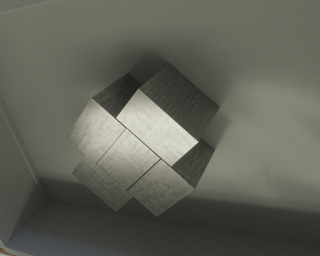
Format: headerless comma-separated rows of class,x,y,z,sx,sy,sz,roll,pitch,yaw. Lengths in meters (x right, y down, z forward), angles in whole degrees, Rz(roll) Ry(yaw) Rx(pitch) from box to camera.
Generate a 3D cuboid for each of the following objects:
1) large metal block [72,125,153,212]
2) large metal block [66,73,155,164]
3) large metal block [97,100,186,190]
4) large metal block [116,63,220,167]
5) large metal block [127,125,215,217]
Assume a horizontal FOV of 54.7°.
large metal block,-0.060,0.055,0.436,0.080,0.080,0.050,42,129,-1
large metal block,-0.061,-0.013,0.394,0.050,0.080,0.080,42,129,-1
large metal block,-0.023,0.020,0.395,0.050,0.080,0.080,42,129,-1
large metal block,0.012,-0.017,0.354,0.080,0.080,0.050,42,129,-1
large metal block,0.015,0.054,0.397,0.050,0.080,0.080,42,129,-1
